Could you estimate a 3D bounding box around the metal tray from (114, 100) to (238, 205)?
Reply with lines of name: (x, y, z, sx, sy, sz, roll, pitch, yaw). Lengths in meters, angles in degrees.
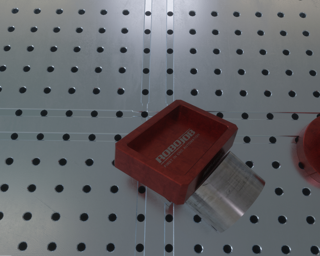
metal tray: (0.022, 0.019, 0.359, 0.090, 0.030, 0.131, 27, 41, 23)

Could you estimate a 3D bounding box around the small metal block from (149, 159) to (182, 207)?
small metal block: (0.001, 0.066, 0.374, 0.050, 0.050, 0.025, 40, 75, 13)

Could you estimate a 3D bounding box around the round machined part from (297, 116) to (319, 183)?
round machined part: (0.233, 0.025, 0.395, 0.099, 0.042, 0.098, 0, 70, 0)

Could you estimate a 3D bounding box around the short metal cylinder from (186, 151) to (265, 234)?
short metal cylinder: (0.073, 0.072, 0.355, 0.050, 0.080, 0.080, 42, 75, 10)
